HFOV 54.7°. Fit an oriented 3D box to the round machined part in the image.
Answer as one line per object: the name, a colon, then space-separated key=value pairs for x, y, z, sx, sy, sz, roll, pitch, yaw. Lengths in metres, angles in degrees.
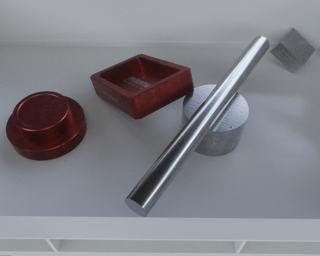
round machined part: x=-0.148 y=-0.010 z=0.400 sx=0.099 sy=0.042 sz=0.098 roll=0 pitch=50 yaw=0

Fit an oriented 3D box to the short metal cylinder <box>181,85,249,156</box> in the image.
short metal cylinder: x=0.068 y=-0.011 z=0.399 sx=0.081 sy=0.050 sz=0.080 roll=0 pitch=50 yaw=0

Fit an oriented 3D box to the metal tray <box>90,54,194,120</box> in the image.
metal tray: x=-0.028 y=-0.062 z=0.420 sx=0.091 sy=0.030 sz=0.130 roll=-29 pitch=33 yaw=-21

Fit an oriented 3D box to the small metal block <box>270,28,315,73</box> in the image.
small metal block: x=0.215 y=-0.125 z=0.500 sx=0.050 sy=0.025 sz=0.050 roll=45 pitch=59 yaw=0

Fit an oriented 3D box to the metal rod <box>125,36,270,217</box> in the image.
metal rod: x=0.061 y=-0.024 z=0.360 sx=0.025 sy=0.025 sz=0.301 roll=27 pitch=55 yaw=20
